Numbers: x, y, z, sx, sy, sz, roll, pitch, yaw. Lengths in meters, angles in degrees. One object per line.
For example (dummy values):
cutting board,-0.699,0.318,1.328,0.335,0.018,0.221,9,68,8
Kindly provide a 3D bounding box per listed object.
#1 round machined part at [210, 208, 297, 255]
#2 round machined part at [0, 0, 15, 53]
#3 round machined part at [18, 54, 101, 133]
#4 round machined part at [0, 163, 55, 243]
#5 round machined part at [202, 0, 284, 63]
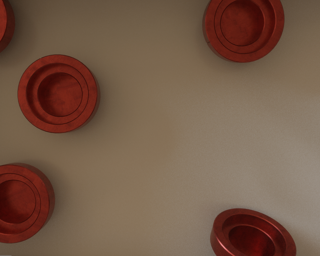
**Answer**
round machined part,0.110,0.147,0.380,0.099,0.098,0.042,9,114,0
round machined part,-0.235,-0.137,0.397,0.099,0.042,0.097,0,96,0
round machined part,-0.126,-0.042,0.402,0.099,0.042,0.097,0,90,0
round machined part,-0.185,0.093,0.401,0.099,0.042,0.097,0,90,0
round machined part,0.103,-0.133,0.397,0.099,0.042,0.097,-1,101,-3
